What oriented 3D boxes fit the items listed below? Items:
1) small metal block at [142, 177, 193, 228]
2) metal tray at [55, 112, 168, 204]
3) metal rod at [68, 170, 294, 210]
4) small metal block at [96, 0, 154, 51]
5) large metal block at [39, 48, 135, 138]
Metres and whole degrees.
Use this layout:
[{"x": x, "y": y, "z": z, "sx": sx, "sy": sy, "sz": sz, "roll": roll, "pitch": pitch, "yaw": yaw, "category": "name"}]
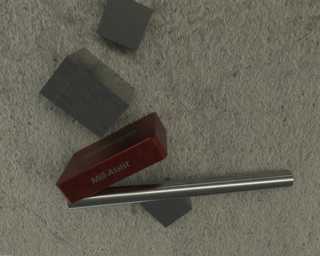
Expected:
[{"x": 0.011, "y": 0.109, "z": 0.450, "sx": 0.050, "sy": 0.025, "sz": 0.050, "roll": -39, "pitch": 106, "yaw": 13, "category": "small metal block"}, {"x": -0.056, "y": 0.034, "z": 0.386, "sx": 0.130, "sy": 0.090, "sz": 0.030, "roll": -27, "pitch": 108, "yaw": 9, "category": "metal tray"}, {"x": 0.033, "y": 0.081, "z": 0.417, "sx": 0.302, "sy": 0.025, "sz": 0.025, "roll": -4, "pitch": 110, "yaw": -9, "category": "metal rod"}, {"x": -0.040, "y": -0.125, "z": 0.363, "sx": 0.050, "sy": 0.025, "sz": 0.050, "roll": 22, "pitch": 108, "yaw": -9, "category": "small metal block"}, {"x": -0.079, "y": -0.044, "z": 0.363, "sx": 0.080, "sy": 0.080, "sz": 0.050, "roll": 39, "pitch": 105, "yaw": -13, "category": "large metal block"}]
